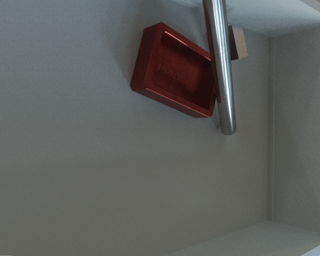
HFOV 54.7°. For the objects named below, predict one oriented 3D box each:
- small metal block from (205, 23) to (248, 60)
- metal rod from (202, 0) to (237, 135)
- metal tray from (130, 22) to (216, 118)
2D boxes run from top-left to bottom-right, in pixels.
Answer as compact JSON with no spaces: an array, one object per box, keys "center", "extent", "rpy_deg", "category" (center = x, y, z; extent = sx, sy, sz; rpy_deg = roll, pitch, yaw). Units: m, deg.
[{"center":[0.103,-0.130,0.479],"extent":[0.025,0.050,0.050],"rpy_deg":[-26,106,-37],"category":"small metal block"},{"center":[0.076,-0.092,0.392],"extent":[0.025,0.025,0.299],"rpy_deg":[-54,146,-26],"category":"metal rod"},{"center":[0.028,-0.074,0.428],"extent":[0.131,0.030,0.090],"rpy_deg":[20,77,-39],"category":"metal tray"}]
